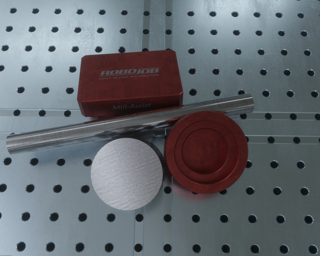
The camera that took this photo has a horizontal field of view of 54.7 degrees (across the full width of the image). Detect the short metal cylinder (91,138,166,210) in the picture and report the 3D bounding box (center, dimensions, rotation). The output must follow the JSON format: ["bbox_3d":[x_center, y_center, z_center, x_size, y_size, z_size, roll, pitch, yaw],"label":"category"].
[{"bbox_3d":[-0.035,0.051,0.367,0.080,0.050,0.079,0,88,5],"label":"short metal cylinder"}]

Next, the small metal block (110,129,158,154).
[{"bbox_3d":[-0.035,0.013,0.415,0.050,0.025,0.050,17,71,5],"label":"small metal block"}]

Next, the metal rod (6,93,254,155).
[{"bbox_3d":[-0.032,-0.006,0.386,0.302,0.025,0.025,-10,71,-4],"label":"metal rod"}]

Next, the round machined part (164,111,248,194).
[{"bbox_3d":[0.054,0.028,0.381,0.099,0.042,0.097,0,92,-4],"label":"round machined part"}]

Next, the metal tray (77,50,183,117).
[{"bbox_3d":[-0.039,-0.062,0.416,0.131,0.030,0.090,-4,51,-3],"label":"metal tray"}]
